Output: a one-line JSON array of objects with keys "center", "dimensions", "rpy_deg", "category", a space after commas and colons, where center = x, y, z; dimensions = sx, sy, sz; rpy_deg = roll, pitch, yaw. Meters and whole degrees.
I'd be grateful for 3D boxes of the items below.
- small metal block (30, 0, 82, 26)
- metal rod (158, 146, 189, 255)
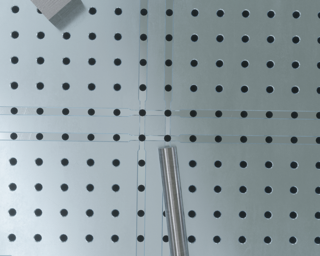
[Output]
[{"center": [-0.142, -0.174, 0.411], "dimensions": [0.050, 0.025, 0.050], "rpy_deg": [-42, 91, 0], "category": "small metal block"}, {"center": [0.027, 0.174, 0.413], "dimensions": [0.025, 0.025, 0.298], "rpy_deg": [-7, 90, 0], "category": "metal rod"}]
